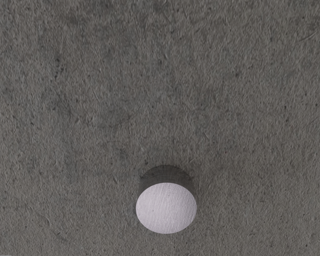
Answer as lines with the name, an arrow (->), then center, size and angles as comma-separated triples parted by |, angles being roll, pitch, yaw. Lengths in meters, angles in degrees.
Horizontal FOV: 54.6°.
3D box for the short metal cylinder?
short metal cylinder -> 0.008, 0.098, 0.433 | 0.080, 0.050, 0.079 | 0, 110, 0
